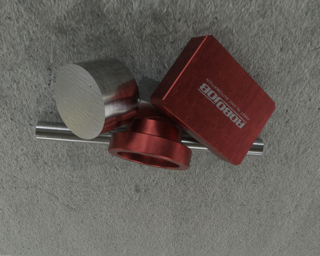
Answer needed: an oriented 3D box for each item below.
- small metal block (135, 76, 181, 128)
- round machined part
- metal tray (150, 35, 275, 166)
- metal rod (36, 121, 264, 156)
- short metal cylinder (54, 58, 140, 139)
[{"bbox_3d":[-0.002,-0.030,0.365,0.050,0.050,0.025,18,128,-15],"label":"small metal block"},{"bbox_3d":[-0.009,0.019,0.373,0.099,0.042,0.098,11,165,3],"label":"round machined part"},{"bbox_3d":[0.064,-0.028,0.349,0.130,0.030,0.090,38,82,-28],"label":"metal tray"},{"bbox_3d":[-0.010,0.015,0.421,0.302,0.025,0.025,5,130,-4],"label":"metal rod"},{"bbox_3d":[-0.069,-0.033,0.337,0.080,0.050,0.079,16,117,34],"label":"short metal cylinder"}]
